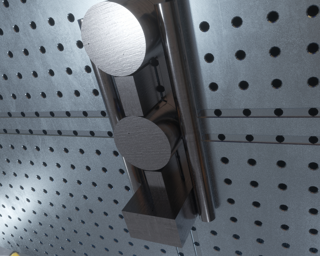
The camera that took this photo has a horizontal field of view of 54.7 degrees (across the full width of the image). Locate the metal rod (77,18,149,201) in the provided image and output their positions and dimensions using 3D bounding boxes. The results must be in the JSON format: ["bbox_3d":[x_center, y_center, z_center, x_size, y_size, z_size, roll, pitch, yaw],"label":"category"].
[{"bbox_3d":[-0.055,-0.003,0.438,0.025,0.025,0.298,1,119,28],"label":"metal rod"}]

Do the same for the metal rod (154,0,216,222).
[{"bbox_3d":[0.037,-0.002,0.389,0.025,0.025,0.298,1,119,28],"label":"metal rod"}]

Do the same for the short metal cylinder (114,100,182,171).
[{"bbox_3d":[-0.013,0.009,0.407,0.080,0.050,0.079,13,124,21],"label":"short metal cylinder"}]

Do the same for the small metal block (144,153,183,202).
[{"bbox_3d":[0.006,0.066,0.431,0.025,0.050,0.050,0,119,28],"label":"small metal block"}]

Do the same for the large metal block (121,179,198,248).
[{"bbox_3d":[0.005,0.116,0.445,0.080,0.080,0.050,1,119,28],"label":"large metal block"}]

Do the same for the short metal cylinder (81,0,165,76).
[{"bbox_3d":[-0.041,-0.105,0.351,0.080,0.050,0.079,13,124,21],"label":"short metal cylinder"}]

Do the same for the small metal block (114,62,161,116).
[{"bbox_3d":[-0.025,-0.048,0.377,0.025,0.050,0.050,1,119,28],"label":"small metal block"}]
